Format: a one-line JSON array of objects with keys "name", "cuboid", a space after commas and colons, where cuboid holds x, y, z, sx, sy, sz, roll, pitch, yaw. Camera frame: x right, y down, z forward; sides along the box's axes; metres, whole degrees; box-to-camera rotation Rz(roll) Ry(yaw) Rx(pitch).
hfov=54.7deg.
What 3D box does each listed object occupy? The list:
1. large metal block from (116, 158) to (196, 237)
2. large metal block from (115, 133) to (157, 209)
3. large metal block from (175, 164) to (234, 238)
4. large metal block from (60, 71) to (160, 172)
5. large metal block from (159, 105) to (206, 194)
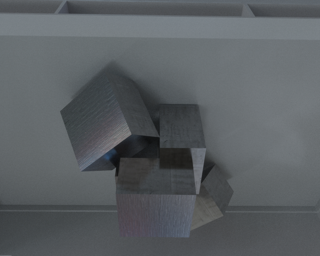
[{"name": "large metal block", "cuboid": [-0.005, 0.080, 0.353, 0.081, 0.050, 0.079, 1, 130, -1]}, {"name": "large metal block", "cuboid": [-0.029, 0.063, 0.424, 0.050, 0.080, 0.079, 1, 130, -1]}, {"name": "large metal block", "cuboid": [0.053, 0.103, 0.449, 0.080, 0.080, 0.050, -34, 87, 25]}, {"name": "large metal block", "cuboid": [-0.059, -0.005, 0.357, 0.080, 0.080, 0.050, -35, 157, 26]}, {"name": "large metal block", "cuboid": [0.024, 0.027, 0.392, 0.050, 0.080, 0.079, 1, 130, -1]}]
